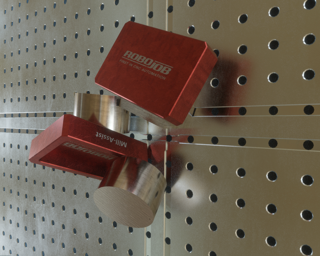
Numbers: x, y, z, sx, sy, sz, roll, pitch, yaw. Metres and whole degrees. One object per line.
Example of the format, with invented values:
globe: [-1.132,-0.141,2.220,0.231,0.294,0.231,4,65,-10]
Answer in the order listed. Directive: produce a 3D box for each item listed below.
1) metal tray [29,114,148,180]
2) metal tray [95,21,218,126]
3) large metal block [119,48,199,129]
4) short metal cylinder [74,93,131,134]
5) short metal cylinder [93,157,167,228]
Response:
metal tray: [-0.092,0.033,0.415,0.090,0.131,0.030,-30,51,36]
metal tray: [-0.010,-0.068,0.364,0.130,0.030,0.090,29,90,36]
large metal block: [0.002,-0.051,0.391,0.080,0.050,0.079,27,107,36]
short metal cylinder: [-0.081,-0.022,0.441,0.080,0.081,0.050,9,96,39]
short metal cylinder: [-0.037,0.083,0.398,0.080,0.050,0.079,12,133,14]
